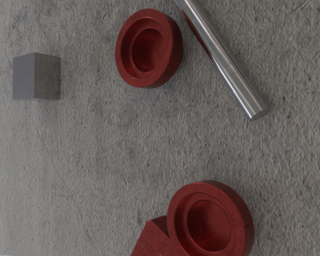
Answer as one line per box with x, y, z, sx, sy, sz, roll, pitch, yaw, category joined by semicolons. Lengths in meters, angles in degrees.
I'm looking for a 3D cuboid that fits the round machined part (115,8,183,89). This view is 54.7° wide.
-0.010;-0.100;0.402;0.098;0.042;0.097;0;90;40;round machined part

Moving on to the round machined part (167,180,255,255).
0.059;0.107;0.346;0.098;0.042;0.097;0;90;40;round machined part

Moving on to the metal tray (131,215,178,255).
0.000;0.193;0.402;0.090;0.030;0.129;36;112;34;metal tray

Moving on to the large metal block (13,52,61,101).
-0.232;-0.092;0.580;0.080;0.050;0.079;2;91;40;large metal block

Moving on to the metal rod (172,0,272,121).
0.040;-0.138;0.372;0.025;0.025;0.299;-41;65;32;metal rod
